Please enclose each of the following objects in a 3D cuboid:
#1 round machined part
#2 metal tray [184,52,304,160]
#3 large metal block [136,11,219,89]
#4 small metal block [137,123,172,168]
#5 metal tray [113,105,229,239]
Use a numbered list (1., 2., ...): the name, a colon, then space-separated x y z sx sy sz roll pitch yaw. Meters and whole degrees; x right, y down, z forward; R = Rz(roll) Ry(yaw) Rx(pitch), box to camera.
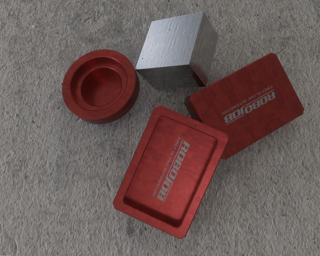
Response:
1. round machined part: -0.074 -0.051 0.411 0.098 0.042 0.098 -3 72 10
2. metal tray: 0.109 -0.028 0.401 0.131 0.030 0.090 -29 93 -10
3. large metal block: 0.024 -0.100 0.413 0.080 0.050 0.080 2 66 34
4. small metal block: 0.006 0.021 0.400 0.050 0.025 0.050 33 73 11
5. metal tray: 0.013 0.049 0.361 0.090 0.030 0.129 24 93 5
